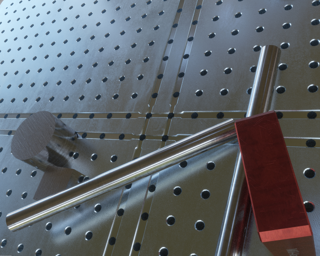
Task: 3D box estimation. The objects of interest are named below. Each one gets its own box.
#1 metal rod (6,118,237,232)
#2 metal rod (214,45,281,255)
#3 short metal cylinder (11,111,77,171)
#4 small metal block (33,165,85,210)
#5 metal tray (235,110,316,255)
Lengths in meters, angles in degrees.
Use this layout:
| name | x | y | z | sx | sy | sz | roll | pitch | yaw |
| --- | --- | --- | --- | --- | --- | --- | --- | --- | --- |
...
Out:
| name | x | y | z | sx | sy | sz | roll | pitch | yaw |
| --- | --- | --- | --- | --- | --- | --- | --- | --- | --- |
| metal rod | -0.048 | 0.059 | 0.376 | 0.301 | 0.025 | 0.025 | -23 | 53 | 6 |
| metal rod | 0.096 | 0.034 | 0.336 | 0.025 | 0.025 | 0.300 | 5 | 64 | 30 |
| short metal cylinder | -0.174 | 0.021 | 0.468 | 0.080 | 0.050 | 0.080 | -13 | 56 | 20 |
| small metal block | -0.140 | 0.082 | 0.429 | 0.050 | 0.025 | 0.050 | 3 | 63 | 29 |
| metal tray | 0.098 | 0.056 | 0.255 | 0.030 | 0.130 | 0.090 | -16 | 56 | 19 |
